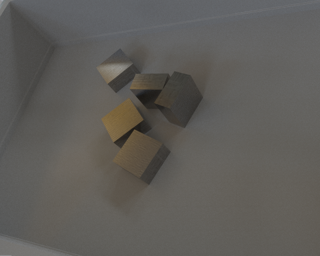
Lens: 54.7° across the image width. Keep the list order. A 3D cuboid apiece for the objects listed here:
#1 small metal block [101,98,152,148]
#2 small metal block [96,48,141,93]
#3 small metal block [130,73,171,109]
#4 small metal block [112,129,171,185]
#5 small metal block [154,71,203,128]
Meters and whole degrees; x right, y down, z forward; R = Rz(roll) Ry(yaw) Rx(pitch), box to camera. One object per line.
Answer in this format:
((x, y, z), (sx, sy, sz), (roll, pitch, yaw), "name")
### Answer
((-0.047, -0.006, 0.433), (0.050, 0.025, 0.050), (-37, 51, 3), "small metal block")
((-0.067, -0.092, 0.496), (0.050, 0.025, 0.050), (-39, 51, 2), "small metal block")
((-0.004, -0.049, 0.421), (0.050, 0.050, 0.025), (5, 65, 30), "small metal block")
((-0.023, 0.036, 0.394), (0.050, 0.025, 0.050), (25, 75, 36), "small metal block")
((0.025, -0.036, 0.397), (0.025, 0.050, 0.050), (22, 73, 35), "small metal block")
